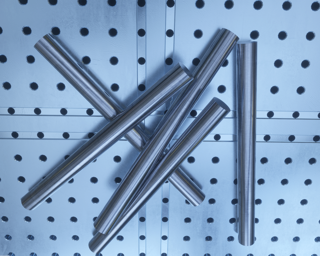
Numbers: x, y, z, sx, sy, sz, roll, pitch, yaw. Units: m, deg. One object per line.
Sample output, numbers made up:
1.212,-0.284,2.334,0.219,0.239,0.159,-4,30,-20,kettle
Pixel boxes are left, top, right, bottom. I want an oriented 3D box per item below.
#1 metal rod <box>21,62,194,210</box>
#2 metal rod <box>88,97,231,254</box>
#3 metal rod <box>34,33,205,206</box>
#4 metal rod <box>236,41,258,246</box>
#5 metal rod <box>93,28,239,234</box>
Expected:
-0.081,0.022,0.398,0.299,0.025,0.025,-38,106,21,metal rod
-0.014,0.078,0.418,0.025,0.025,0.299,33,115,-12,metal rod
-0.043,0.000,0.412,0.025,0.025,0.300,-40,106,13,metal rod
0.119,0.035,0.428,0.025,0.025,0.298,-5,110,1,metal rod
0.004,0.010,0.394,0.025,0.025,0.299,32,98,-11,metal rod
